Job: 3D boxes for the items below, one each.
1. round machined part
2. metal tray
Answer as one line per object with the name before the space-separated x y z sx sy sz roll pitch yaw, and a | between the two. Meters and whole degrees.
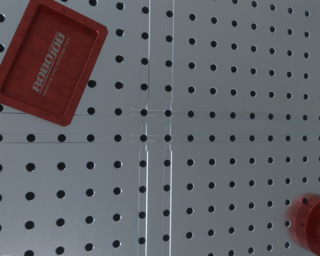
round machined part | 0.276 0.163 0.506 0.099 0.042 0.097 0 90 -20
metal tray | -0.127 -0.076 0.362 0.091 0.030 0.130 23 82 -19
